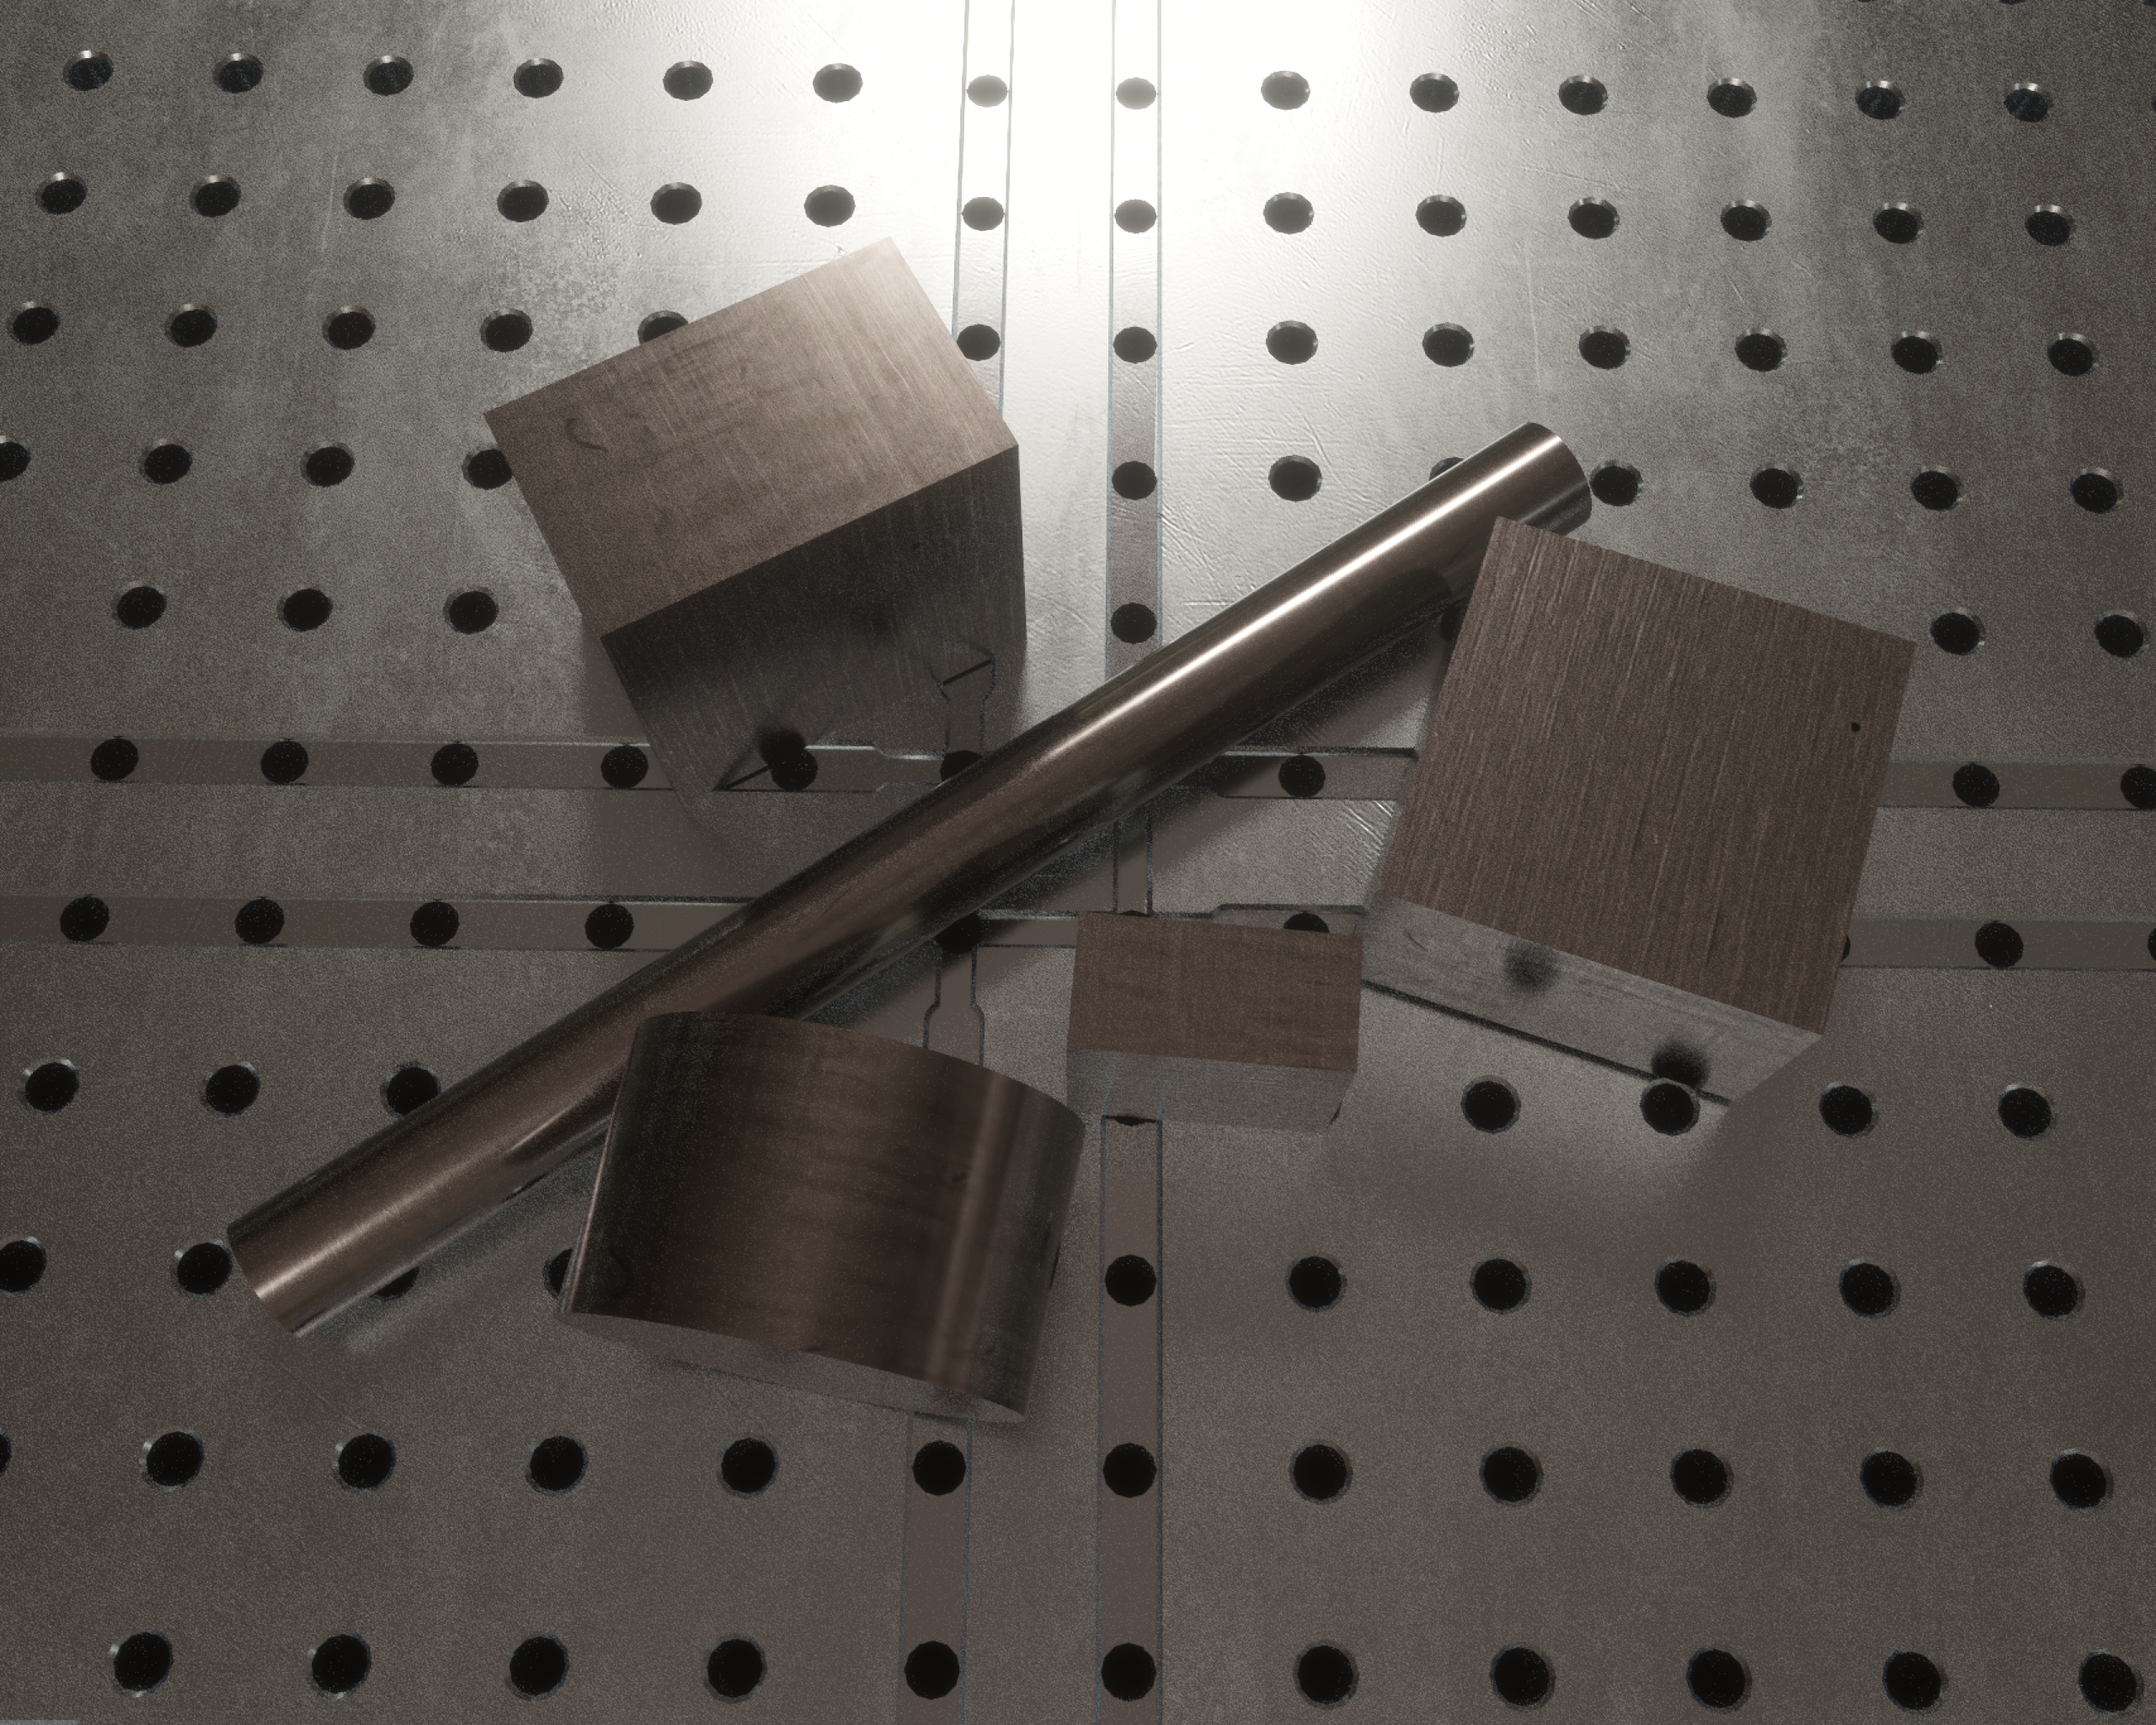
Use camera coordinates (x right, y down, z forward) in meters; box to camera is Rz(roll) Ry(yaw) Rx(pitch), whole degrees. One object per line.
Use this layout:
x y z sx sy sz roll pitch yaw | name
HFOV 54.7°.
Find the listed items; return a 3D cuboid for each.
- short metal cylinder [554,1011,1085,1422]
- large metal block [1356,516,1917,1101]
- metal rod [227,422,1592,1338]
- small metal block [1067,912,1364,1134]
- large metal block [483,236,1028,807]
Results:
-0.043 0.062 0.359 0.080 0.080 0.050 11 71 3 | short metal cylinder
0.104 -0.009 0.400 0.080 0.050 0.080 18 71 6 | large metal block
-0.024 -0.003 0.412 0.301 0.025 0.025 -33 74 -12 | metal rod
0.024 0.031 0.388 0.050 0.050 0.025 5 70 1 | small metal block
-0.058 -0.063 0.406 0.080 0.080 0.050 -27 73 -10 | large metal block
